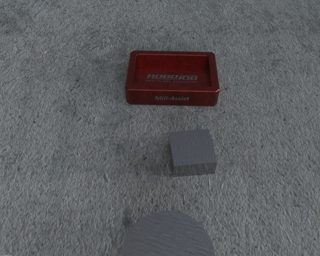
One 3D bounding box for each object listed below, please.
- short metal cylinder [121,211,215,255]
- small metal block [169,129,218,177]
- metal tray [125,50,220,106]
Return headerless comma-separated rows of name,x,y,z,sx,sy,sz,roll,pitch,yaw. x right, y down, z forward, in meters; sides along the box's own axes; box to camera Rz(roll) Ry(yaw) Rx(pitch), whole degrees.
short metal cylinder,0.007,0.124,0.283,0.081,0.050,0.080,0,50,0
small metal block,0.038,0.030,0.378,0.050,0.025,0.050,-4,50,-4
metal tray,0.018,-0.076,0.463,0.131,0.030,0.090,1,50,1
